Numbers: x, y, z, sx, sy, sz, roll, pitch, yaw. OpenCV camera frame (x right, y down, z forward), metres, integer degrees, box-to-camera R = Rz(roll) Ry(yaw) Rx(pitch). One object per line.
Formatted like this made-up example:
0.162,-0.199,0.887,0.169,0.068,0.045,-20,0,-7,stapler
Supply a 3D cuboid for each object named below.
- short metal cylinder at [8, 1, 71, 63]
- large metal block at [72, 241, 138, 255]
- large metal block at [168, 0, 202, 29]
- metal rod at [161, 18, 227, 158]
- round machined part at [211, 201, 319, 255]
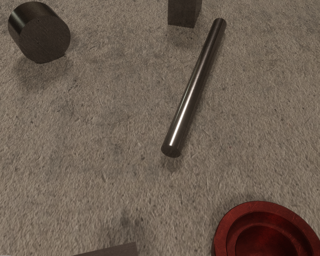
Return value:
-0.191,-0.152,0.492,0.081,0.080,0.050,-29,56,-22,short metal cylinder
-0.035,0.148,0.243,0.050,0.080,0.080,-10,51,-8,large metal block
0.049,-0.245,0.574,0.050,0.080,0.080,12,51,9,large metal block
0.061,-0.080,0.471,0.025,0.025,0.300,15,51,11,metal rod
0.097,0.122,0.291,0.099,0.042,0.098,0,50,0,round machined part
